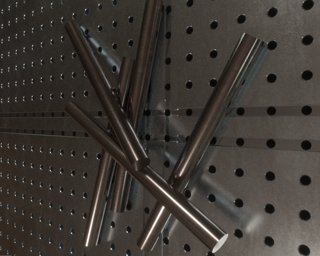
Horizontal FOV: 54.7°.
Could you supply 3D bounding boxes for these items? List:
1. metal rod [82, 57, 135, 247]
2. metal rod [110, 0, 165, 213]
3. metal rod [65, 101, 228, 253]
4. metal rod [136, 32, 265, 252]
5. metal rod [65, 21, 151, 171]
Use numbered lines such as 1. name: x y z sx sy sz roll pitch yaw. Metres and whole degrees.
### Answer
1. metal rod: -0.077 0.043 0.470 0.025 0.025 0.298 23 104 37
2. metal rod: -0.034 -0.025 0.435 0.025 0.025 0.298 18 101 38
3. metal rod: -0.038 0.044 0.404 0.300 0.025 0.025 37 113 33
4. metal rod: 0.039 0.032 0.375 0.025 0.025 0.298 38 113 33
5. metal rod: -0.087 -0.065 0.450 0.025 0.025 0.299 -51 52 28
